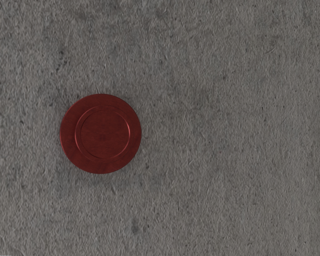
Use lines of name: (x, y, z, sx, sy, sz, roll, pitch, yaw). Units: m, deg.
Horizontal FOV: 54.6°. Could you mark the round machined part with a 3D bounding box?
round machined part: (-0.069, 0.007, 0.374, 0.099, 0.042, 0.097, 0, 90, -20)
